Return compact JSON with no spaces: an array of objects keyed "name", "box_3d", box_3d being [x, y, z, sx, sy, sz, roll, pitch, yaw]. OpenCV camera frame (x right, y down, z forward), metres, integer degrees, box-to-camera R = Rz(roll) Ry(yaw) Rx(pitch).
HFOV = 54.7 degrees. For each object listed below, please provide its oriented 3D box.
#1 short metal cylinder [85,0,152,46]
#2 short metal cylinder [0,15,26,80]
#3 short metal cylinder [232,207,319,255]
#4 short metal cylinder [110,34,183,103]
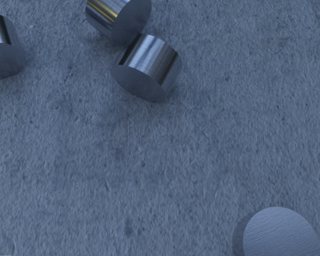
[{"name":"short metal cylinder","box_3d":[-0.058,-0.165,0.438,0.050,0.080,0.080,41,75,13]},{"name":"short metal cylinder","box_3d":[-0.229,-0.107,0.415,0.080,0.080,0.050,-22,72,-8]},{"name":"short metal cylinder","box_3d":[0.127,0.132,0.348,0.081,0.050,0.080,0,70,0]},{"name":"short metal cylinder","box_3d":[-0.017,-0.077,0.407,0.080,0.080,0.050,24,72,8]}]
